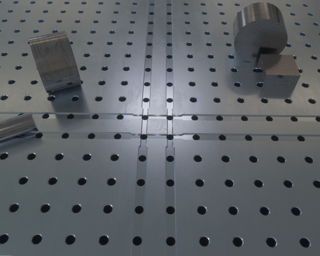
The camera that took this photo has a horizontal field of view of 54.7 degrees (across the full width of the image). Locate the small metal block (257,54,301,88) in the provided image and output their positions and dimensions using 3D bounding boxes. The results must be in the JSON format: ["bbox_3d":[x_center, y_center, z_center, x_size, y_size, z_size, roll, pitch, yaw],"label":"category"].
[{"bbox_3d":[0.184,-0.090,0.484,0.050,0.025,0.050,2,50,1],"label":"small metal block"}]

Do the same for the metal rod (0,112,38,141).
[{"bbox_3d":[-0.304,0.040,0.371,0.302,0.025,0.025,-20,53,-16],"label":"metal rod"}]

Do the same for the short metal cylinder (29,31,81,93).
[{"bbox_3d":[-0.151,-0.096,0.451,0.050,0.080,0.080,-17,52,-14],"label":"short metal cylinder"}]

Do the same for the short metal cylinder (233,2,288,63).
[{"bbox_3d":[0.161,-0.154,0.503,0.080,0.080,0.050,5,50,4],"label":"short metal cylinder"}]
